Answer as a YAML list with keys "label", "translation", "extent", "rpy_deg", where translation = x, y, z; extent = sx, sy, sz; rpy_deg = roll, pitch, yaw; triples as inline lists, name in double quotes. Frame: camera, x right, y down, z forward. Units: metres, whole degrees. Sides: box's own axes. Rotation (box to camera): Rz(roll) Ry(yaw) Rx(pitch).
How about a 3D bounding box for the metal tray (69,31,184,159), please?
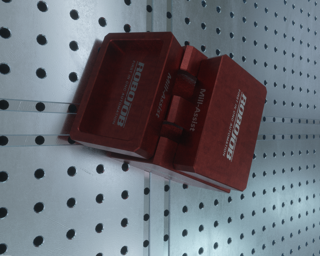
- label: "metal tray"
  translation: [-0.035, -0.039, 0.333]
  extent: [0.030, 0.090, 0.130]
  rpy_deg: [38, 65, -58]

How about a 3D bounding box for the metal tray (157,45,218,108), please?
- label: "metal tray"
  translation: [0.047, -0.055, 0.404]
  extent: [0.131, 0.090, 0.030]
  rpy_deg: [26, 74, -37]

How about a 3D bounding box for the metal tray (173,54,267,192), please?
- label: "metal tray"
  translation: [0.072, -0.003, 0.347]
  extent: [0.090, 0.030, 0.130]
  rpy_deg: [26, 74, -37]

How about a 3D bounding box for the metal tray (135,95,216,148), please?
- label: "metal tray"
  translation: [0.031, 0.001, 0.390]
  extent: [0.131, 0.090, 0.030]
  rpy_deg: [25, 73, -38]

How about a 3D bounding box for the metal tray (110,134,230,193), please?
- label: "metal tray"
  translation: [0.018, 0.044, 0.380]
  extent: [0.131, 0.090, 0.030]
  rpy_deg: [27, 74, -37]
